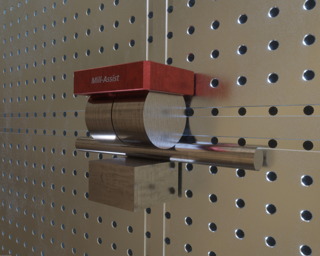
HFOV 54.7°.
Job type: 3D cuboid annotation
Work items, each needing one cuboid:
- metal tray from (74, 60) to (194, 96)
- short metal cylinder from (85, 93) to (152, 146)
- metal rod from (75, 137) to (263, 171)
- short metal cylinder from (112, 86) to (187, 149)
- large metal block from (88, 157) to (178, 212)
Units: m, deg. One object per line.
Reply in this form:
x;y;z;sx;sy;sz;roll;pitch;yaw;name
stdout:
-0.034;-0.056;0.390;0.130;0.091;0.030;2;91;40;metal tray
-0.051;-0.016;0.412;0.050;0.081;0.079;1;91;40;short metal cylinder
-0.014;0.029;0.415;0.300;0.025;0.025;2;91;40;metal rod
-0.011;-0.016;0.379;0.050;0.081;0.079;2;92;40;short metal cylinder
-0.033;0.067;0.395;0.080;0.081;0.050;1;91;40;large metal block
